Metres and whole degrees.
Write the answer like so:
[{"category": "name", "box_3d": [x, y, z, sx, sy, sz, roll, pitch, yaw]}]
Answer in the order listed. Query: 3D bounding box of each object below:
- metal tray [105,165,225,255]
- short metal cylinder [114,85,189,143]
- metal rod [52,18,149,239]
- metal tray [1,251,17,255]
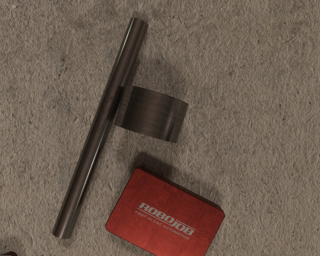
[{"category": "metal tray", "box_3d": [0.007, 0.118, 0.408, 0.130, 0.030, 0.090, 27, 90, -1]}, {"category": "short metal cylinder", "box_3d": [-0.010, -0.017, 0.382, 0.080, 0.080, 0.050, 17, 90, -1]}, {"category": "metal rod", "box_3d": [-0.078, 0.000, 0.408, 0.025, 0.025, 0.299, 20, 90, -1]}, {"category": "metal tray", "box_3d": [-0.242, 0.229, 0.404, 0.131, 0.030, 0.090, -20, 90, -1]}]
